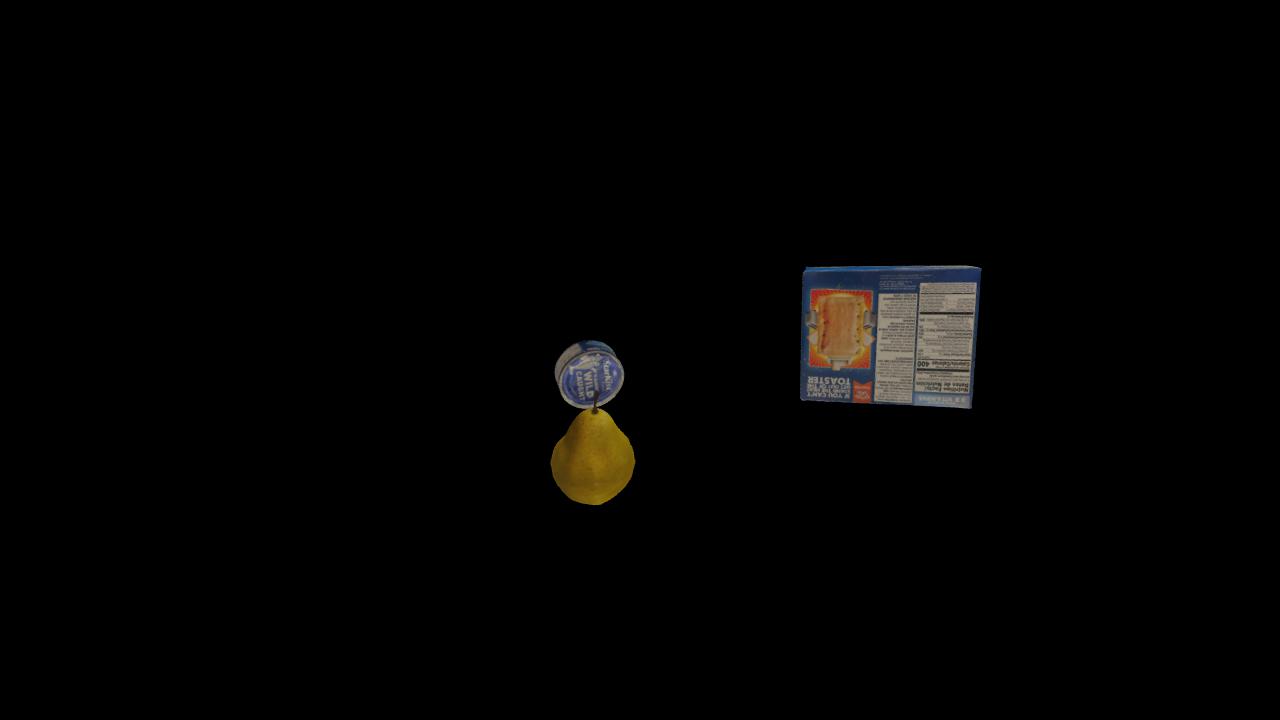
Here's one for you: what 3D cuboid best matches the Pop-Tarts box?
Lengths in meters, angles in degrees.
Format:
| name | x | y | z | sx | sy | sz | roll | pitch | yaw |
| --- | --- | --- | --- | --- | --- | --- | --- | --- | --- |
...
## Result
| name | x | y | z | sx | sy | sz | roll | pitch | yaw |
| --- | --- | --- | --- | --- | --- | --- | --- | --- | --- |
| Pop-Tarts box | 0.259 | -0.029 | 0.656 | 0.167 | 0.141 | 0.083 | 2 | 11 | 19 |

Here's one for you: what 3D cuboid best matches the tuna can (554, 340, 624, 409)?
| name | x | y | z | sx | sy | sz | roll | pitch | yaw |
| --- | --- | --- | --- | --- | --- | --- | --- | --- | --- |
| tuna can | -0.064 | 0.018 | 0.773 | 0.084 | 0.084 | 0.034 | 0 | 30 | -21 |

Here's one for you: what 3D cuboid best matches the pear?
| name | x | y | z | sx | sy | sz | roll | pitch | yaw |
| --- | --- | --- | --- | --- | --- | --- | --- | --- | --- |
| pear | -0.044 | 0.080 | 0.560 | 0.080 | 0.111 | 0.080 | -2 | 43 | 2 |
